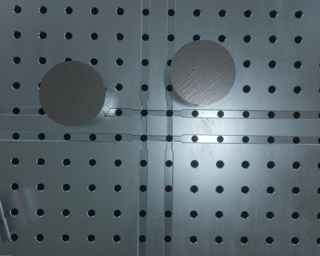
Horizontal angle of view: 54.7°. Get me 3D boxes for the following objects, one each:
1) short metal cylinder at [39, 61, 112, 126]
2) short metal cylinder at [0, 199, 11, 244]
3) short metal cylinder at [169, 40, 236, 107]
[{"bbox_3d":[-0.106,-0.042,0.400,0.081,0.050,0.079,0,90,0],"label":"short metal cylinder"},{"bbox_3d":[-0.235,0.126,0.384,0.080,0.080,0.050,-15,90,0],"label":"short metal cylinder"},{"bbox_3d":[0.052,-0.068,0.401,0.081,0.050,0.079,0,90,0],"label":"short metal cylinder"}]
